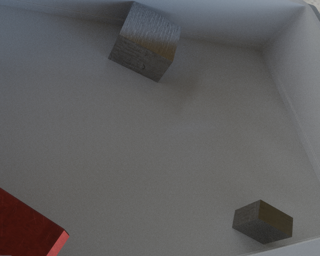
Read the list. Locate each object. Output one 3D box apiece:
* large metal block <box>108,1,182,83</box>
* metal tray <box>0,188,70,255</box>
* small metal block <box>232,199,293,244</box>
[{"bbox_3d":[-0.021,-0.126,0.457,0.080,0.050,0.080,24,53,-14],"label":"large metal block"},{"bbox_3d":[-0.124,0.078,0.224,0.090,0.129,0.030,35,51,-5],"label":"metal tray"},{"bbox_3d":[0.128,0.119,0.388,0.050,0.050,0.025,30,52,-10],"label":"small metal block"}]
